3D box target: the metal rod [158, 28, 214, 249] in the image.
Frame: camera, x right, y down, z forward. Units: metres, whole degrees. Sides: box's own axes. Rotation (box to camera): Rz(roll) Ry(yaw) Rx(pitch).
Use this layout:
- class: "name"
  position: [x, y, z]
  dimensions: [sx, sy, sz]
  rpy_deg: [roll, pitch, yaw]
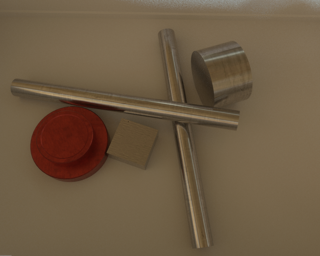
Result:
- class: "metal rod"
  position: [0.030, -0.001, 0.410]
  dimensions: [0.025, 0.025, 0.299]
  rpy_deg: [-7, 70, -3]

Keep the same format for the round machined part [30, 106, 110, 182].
- class: "round machined part"
  position: [-0.115, 0.016, 0.393]
  dimensions: [0.099, 0.042, 0.098]
  rpy_deg: [0, 70, -1]

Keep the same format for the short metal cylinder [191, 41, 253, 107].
- class: "short metal cylinder"
  position: [0.079, -0.068, 0.406]
  dimensions: [0.050, 0.080, 0.080]
  rpy_deg: [-17, 71, -6]

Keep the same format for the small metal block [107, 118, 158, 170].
- class: "small metal block"
  position: [-0.034, 0.021, 0.402]
  dimensions: [0.050, 0.025, 0.050]
  rpy_deg: [19, 71, 6]

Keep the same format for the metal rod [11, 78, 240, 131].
- class: "metal rod"
  position: [-0.052, -0.032, 0.403]
  dimensions: [0.301, 0.025, 0.025]
  rpy_deg: [9, 70, 10]
